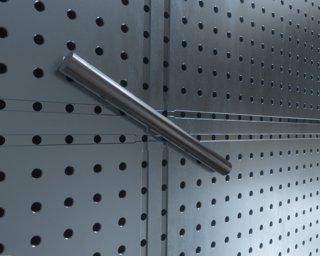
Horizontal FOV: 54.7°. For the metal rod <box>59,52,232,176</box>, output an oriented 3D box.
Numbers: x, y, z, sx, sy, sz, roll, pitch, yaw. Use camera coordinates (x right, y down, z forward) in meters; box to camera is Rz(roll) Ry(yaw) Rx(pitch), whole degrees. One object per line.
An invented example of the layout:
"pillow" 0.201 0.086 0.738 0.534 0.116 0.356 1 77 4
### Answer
"metal rod" 0.003 -0.003 0.414 0.301 0.025 0.025 34 69 -35
